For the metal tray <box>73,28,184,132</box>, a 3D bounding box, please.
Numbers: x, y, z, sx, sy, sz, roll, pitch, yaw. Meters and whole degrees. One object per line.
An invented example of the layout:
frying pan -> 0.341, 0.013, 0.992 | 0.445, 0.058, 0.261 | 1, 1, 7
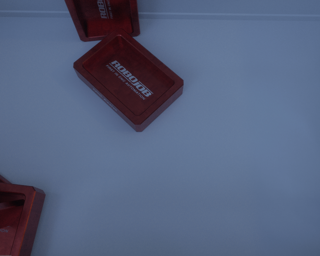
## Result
metal tray -> -0.043, -0.069, 0.431 | 0.130, 0.030, 0.090 | 43, 75, 14

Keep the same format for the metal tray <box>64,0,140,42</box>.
metal tray -> -0.077, -0.171, 0.416 | 0.091, 0.130, 0.030 | -7, 71, -3

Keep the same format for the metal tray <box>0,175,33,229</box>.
metal tray -> -0.220, 0.063, 0.347 | 0.130, 0.090, 0.030 | 33, 88, 11

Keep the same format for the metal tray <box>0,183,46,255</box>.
metal tray -> -0.210, 0.107, 0.356 | 0.131, 0.030, 0.090 | 6, 70, 5
